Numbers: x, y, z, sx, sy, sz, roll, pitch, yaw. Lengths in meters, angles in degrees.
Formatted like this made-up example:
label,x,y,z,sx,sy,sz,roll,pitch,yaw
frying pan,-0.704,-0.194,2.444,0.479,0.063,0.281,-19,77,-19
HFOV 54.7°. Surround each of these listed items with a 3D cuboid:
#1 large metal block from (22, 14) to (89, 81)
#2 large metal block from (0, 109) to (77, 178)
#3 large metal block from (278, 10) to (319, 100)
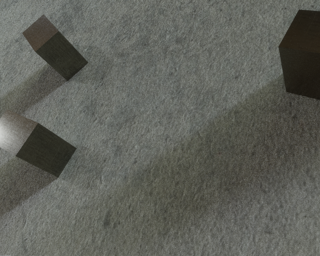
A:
label,x,y,z,sx,sy,sz,roll,pitch,yaw
large metal block,-0.186,-0.142,0.551,0.050,0.080,0.080,-43,51,-1
large metal block,-0.185,0.023,0.449,0.080,0.080,0.050,18,71,34
large metal block,0.177,-0.070,0.319,0.080,0.080,0.050,22,74,35
